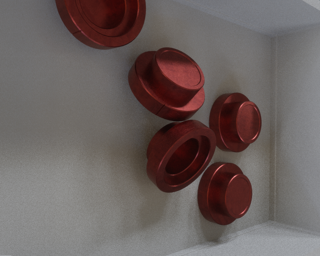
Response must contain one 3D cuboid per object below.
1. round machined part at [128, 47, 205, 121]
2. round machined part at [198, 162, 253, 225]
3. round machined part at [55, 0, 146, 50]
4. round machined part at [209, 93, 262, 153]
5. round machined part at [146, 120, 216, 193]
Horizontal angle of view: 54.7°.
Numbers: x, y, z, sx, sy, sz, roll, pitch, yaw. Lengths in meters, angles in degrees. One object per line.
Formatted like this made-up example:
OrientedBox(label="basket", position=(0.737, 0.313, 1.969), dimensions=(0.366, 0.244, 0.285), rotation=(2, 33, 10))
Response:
OrientedBox(label="round machined part", position=(0.015, -0.059, 0.377), dimensions=(0.099, 0.042, 0.098), rotation=(19, 46, -22))
OrientedBox(label="round machined part", position=(0.108, 0.103, 0.486), dimensions=(0.099, 0.042, 0.097), rotation=(0, 90, -40))
OrientedBox(label="round machined part", position=(-0.067, -0.135, 0.337), dimensions=(0.099, 0.042, 0.097), rotation=(-4, 96, -40))
OrientedBox(label="round machined part", position=(0.128, -0.009, 0.503), dimensions=(0.099, 0.042, 0.097), rotation=(0, 90, -40))
OrientedBox(label="round machined part", position=(0.022, 0.031, 0.396), dimensions=(0.099, 0.042, 0.097), rotation=(-26, 136, -28))
